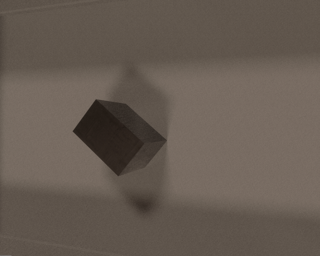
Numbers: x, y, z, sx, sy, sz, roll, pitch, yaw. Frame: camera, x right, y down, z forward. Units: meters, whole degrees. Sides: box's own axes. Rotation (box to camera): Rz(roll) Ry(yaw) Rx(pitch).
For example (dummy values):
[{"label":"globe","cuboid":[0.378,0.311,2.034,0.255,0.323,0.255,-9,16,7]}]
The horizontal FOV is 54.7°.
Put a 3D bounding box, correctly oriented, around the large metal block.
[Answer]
[{"label":"large metal block","cuboid":[-0.048,0.010,0.397,0.080,0.080,0.050,42,103,15]}]
